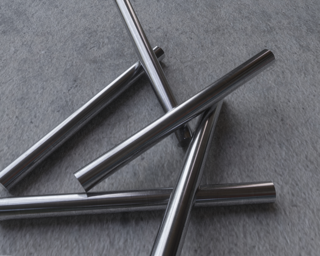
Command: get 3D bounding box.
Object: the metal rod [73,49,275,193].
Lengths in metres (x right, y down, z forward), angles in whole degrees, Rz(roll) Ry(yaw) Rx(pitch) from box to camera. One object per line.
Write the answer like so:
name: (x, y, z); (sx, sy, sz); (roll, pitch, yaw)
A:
metal rod: (0.032, -0.020, 0.381); (0.302, 0.025, 0.025); (-34, 58, -20)

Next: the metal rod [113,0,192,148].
metal rod: (-0.018, -0.104, 0.459); (0.025, 0.025, 0.299); (-16, 62, -13)

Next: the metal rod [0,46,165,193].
metal rod: (-0.090, -0.029, 0.426); (0.025, 0.025, 0.301); (29, 56, 22)

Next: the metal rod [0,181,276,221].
metal rod: (-0.027, 0.079, 0.336); (0.302, 0.025, 0.025); (-3, 50, -3)

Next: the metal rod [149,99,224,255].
metal rod: (0.038, 0.039, 0.342); (0.025, 0.025, 0.301); (14, 43, 11)
